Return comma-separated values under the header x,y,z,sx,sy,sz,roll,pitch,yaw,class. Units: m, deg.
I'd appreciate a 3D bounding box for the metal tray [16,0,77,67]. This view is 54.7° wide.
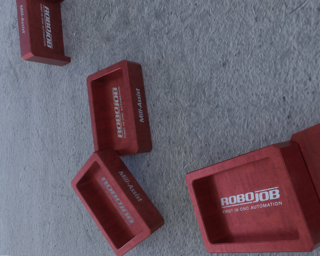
x,y,z,sx,sy,sz,roll,pitch,yaw,class
-0.197,-0.179,0.541,0.030,0.091,0.129,-10,85,36,metal tray

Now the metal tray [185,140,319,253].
x,y,z,sx,sy,sz,roll,pitch,yaw,class
0.086,0.074,0.309,0.129,0.030,0.090,-31,71,51,metal tray

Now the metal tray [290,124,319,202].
x,y,z,sx,sy,sz,roll,pitch,yaw,class
0.186,0.023,0.248,0.130,0.030,0.090,-30,71,36,metal tray

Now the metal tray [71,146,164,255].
x,y,z,sx,sy,sz,roll,pitch,yaw,class
-0.063,0.102,0.431,0.130,0.030,0.090,52,127,14,metal tray

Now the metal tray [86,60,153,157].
x,y,z,sx,sy,sz,roll,pitch,yaw,class
-0.062,-0.023,0.452,0.090,0.030,0.129,-13,82,39,metal tray
